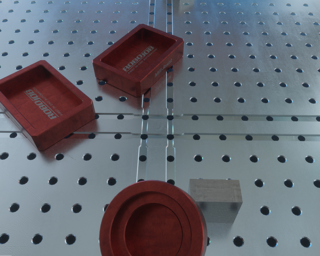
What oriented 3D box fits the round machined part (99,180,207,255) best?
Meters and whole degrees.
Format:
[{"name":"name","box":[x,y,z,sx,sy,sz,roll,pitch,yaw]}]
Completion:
[{"name":"round machined part","box":[-0.004,0.101,0.295,0.098,0.042,0.098,-5,72,15]}]

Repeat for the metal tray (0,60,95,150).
[{"name":"metal tray","box":[-0.165,-0.037,0.434,0.091,0.030,0.130,-36,59,-27]}]

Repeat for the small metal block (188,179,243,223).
[{"name":"small metal block","box":[0.055,0.078,0.326,0.050,0.050,0.025,1,50,1]}]

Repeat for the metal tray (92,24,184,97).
[{"name":"metal tray","box":[-0.032,-0.113,0.498,0.090,0.030,0.131,27,55,21]}]
